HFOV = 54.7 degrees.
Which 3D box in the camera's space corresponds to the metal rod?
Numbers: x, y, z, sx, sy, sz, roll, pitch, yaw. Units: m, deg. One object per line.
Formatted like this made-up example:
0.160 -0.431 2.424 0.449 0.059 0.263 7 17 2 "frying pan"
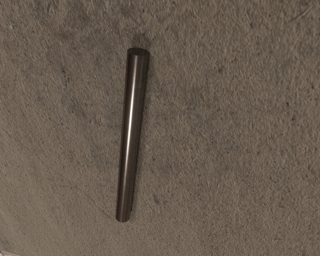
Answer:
-0.045 0.031 0.448 0.025 0.025 0.298 20 126 16 "metal rod"
